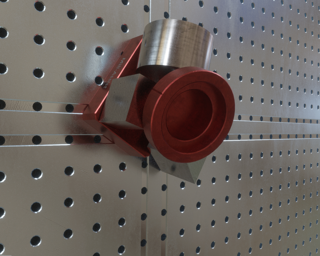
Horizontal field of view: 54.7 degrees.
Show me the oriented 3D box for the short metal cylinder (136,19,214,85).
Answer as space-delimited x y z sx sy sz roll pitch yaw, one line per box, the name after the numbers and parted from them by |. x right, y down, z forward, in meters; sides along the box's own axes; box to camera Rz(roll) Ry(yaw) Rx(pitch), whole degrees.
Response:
0.017 -0.080 0.350 0.081 0.080 0.050 17 79 -39 | short metal cylinder

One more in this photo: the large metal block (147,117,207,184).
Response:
0.033 0.015 0.399 0.080 0.050 0.080 -63 156 -21 | large metal block

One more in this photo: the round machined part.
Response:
0.026 -0.016 0.325 0.099 0.042 0.097 -11 115 -24 | round machined part

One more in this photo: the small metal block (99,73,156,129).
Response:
-0.033 -0.026 0.325 0.025 0.050 0.050 25 74 -38 | small metal block

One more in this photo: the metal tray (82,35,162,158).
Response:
-0.024 -0.040 0.388 0.090 0.030 0.130 42 64 -32 | metal tray
